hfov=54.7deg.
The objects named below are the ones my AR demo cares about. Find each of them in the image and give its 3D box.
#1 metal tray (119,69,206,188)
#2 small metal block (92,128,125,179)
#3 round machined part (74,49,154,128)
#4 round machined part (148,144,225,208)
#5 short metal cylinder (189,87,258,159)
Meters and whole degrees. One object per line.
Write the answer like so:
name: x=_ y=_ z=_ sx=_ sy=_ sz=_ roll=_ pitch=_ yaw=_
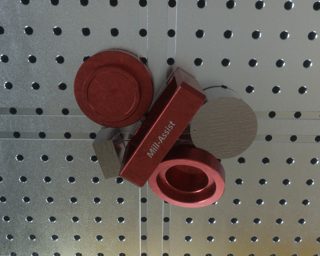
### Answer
metal tray: x=0.001 y=-0.003 z=0.373 sx=0.030 sy=0.090 sz=0.129 roll=31 pitch=107 yaw=-11
small metal block: x=-0.064 y=0.031 z=0.406 sx=0.025 sy=0.050 sz=0.050 roll=-14 pitch=110 yaw=5
round machined part: x=-0.057 y=-0.045 z=0.382 sx=0.099 sy=0.042 sz=0.097 roll=0 pitch=110 yaw=0
round machined part: x=0.037 y=0.059 z=0.410 sx=0.098 sy=0.042 sz=0.097 roll=7 pitch=132 yaw=8
short metal cylinder: x=0.076 y=-0.007 z=0.394 sx=0.081 sy=0.050 sz=0.079 roll=0 pitch=110 yaw=0
